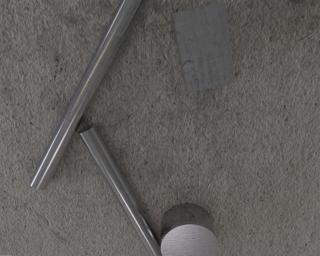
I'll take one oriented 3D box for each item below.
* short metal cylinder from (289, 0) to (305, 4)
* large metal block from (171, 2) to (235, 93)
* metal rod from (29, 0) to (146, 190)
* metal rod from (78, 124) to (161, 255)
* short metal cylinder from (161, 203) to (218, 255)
[{"bbox_3d":[0.151,-0.177,0.317,0.050,0.080,0.080,37,106,-13],"label":"short metal cylinder"},{"bbox_3d":[0.045,-0.092,0.347,0.050,0.080,0.079,-11,110,4],"label":"large metal block"},{"bbox_3d":[-0.096,-0.042,0.393,0.025,0.025,0.298,29,107,-10],"label":"metal rod"},{"bbox_3d":[-0.036,0.128,0.456,0.025,0.025,0.299,-23,109,8],"label":"metal rod"},{"bbox_3d":[0.041,0.159,0.455,0.081,0.050,0.079,0,110,0],"label":"short metal cylinder"}]
